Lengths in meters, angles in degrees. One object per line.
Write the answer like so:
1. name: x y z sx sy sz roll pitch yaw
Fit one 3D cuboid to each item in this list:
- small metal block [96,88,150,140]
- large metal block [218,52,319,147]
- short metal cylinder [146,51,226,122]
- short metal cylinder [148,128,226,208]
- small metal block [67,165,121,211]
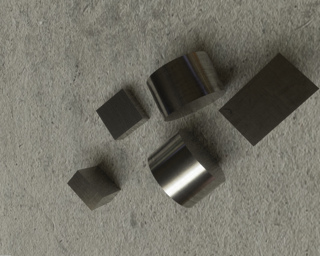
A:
1. small metal block: -0.051 -0.018 0.426 0.050 0.025 0.050 -37 79 16
2. large metal block: 0.117 -0.027 0.338 0.080 0.080 0.050 -45 76 14
3. short metal cylinder: 0.031 -0.048 0.368 0.080 0.080 0.050 -27 81 17
4. short metal cylinder: 0.032 0.047 0.368 0.050 0.080 0.080 -43 77 15
5. small metal block: -0.090 0.081 0.426 0.050 0.050 0.025 43 104 14
